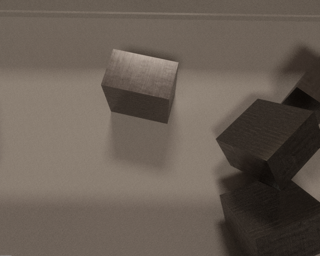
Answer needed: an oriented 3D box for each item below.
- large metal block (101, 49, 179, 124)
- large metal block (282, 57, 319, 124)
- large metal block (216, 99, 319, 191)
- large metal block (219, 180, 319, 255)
[{"bbox_3d":[-0.023,-0.050,0.399,0.080,0.080,0.050,13,71,4],"label":"large metal block"},{"bbox_3d":[0.203,-0.047,0.400,0.050,0.080,0.080,39,74,12],"label":"large metal block"},{"bbox_3d":[0.130,0.016,0.370,0.080,0.050,0.080,-42,31,-14],"label":"large metal block"},{"bbox_3d":[0.123,0.101,0.338,0.081,0.080,0.050,-19,112,-7],"label":"large metal block"}]
